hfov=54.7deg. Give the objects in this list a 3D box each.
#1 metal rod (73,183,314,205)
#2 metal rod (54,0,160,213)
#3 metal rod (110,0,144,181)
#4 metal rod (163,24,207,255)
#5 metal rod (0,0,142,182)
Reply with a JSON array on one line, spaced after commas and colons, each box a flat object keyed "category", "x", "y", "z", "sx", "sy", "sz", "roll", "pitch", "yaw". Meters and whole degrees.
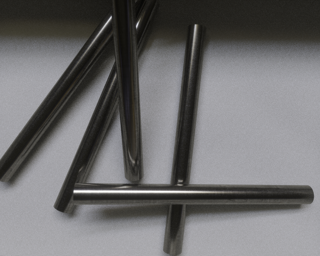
[{"category": "metal rod", "x": 0.049, "y": 0.083, "z": 0.388, "sx": 0.302, "sy": 0.025, "sz": 0.025, "roll": 2, "pitch": 90, "yaw": -9}, {"category": "metal rod", "x": -0.070, "y": -0.031, "z": 0.410, "sx": 0.025, "sy": 0.025, "sz": 0.299, "roll": 23, "pitch": 90, "yaw": 0}, {"category": "metal rod", "x": -0.037, "y": -0.070, "z": 0.347, "sx": 0.025, "sy": 0.025, "sz": 0.298, "roll": -1, "pitch": 116, "yaw": 0}, {"category": "metal rod", "x": 0.033, "y": 0.015, "z": 0.411, "sx": 0.025, "sy": 0.025, "sz": 0.298, "roll": 6, "pitch": 90, "yaw": 0}, {"category": "metal rod", "x": -0.121, "y": -0.055, "z": 0.402, "sx": 0.025, "sy": 0.025, "sz": 0.299, "roll": 37, "pitch": 93, "yaw": 0}]
